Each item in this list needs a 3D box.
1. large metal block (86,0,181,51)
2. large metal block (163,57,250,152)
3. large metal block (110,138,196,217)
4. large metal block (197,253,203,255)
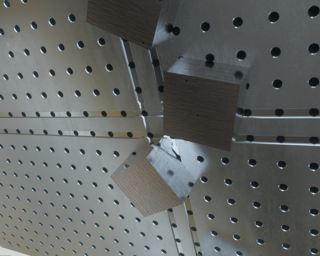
[{"bbox_3d":[-0.025,-0.139,0.323,0.080,0.050,0.079,27,128,11],"label":"large metal block"},{"bbox_3d":[0.051,-0.029,0.351,0.080,0.050,0.079,14,124,20],"label":"large metal block"},{"bbox_3d":[-0.010,0.073,0.446,0.080,0.050,0.080,-31,101,38],"label":"large metal block"},{"bbox_3d":[0.083,0.271,0.519,0.080,0.050,0.079,23,127,14],"label":"large metal block"}]
